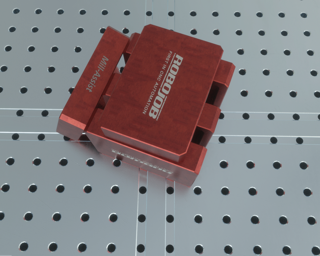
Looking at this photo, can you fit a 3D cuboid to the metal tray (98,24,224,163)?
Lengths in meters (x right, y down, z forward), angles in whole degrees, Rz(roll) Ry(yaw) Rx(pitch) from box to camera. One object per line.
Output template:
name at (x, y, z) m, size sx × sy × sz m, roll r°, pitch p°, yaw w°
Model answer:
metal tray at (0.004, -0.039, 0.327) m, size 0.090 × 0.030 × 0.130 m, roll 20°, pitch 71°, yaw 7°

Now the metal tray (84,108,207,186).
metal tray at (-0.016, 0.026, 0.367) m, size 0.130 × 0.090 × 0.030 m, roll 20°, pitch 72°, yaw 7°

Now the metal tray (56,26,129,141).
metal tray at (-0.086, -0.053, 0.393) m, size 0.030 × 0.090 × 0.130 m, roll 27°, pitch 71°, yaw -14°

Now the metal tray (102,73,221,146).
metal tray at (0.001, -0.015, 0.381) m, size 0.130 × 0.090 × 0.030 m, roll 19°, pitch 70°, yaw 5°

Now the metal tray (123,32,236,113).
metal tray at (0.022, -0.067, 0.401) m, size 0.130 × 0.090 × 0.030 m, roll 19°, pitch 72°, yaw 7°
